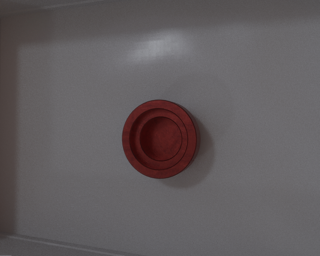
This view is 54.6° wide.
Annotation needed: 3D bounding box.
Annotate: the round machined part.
[{"bbox_3d":[0.005,0.014,0.400,0.098,0.042,0.097,0,90,20],"label":"round machined part"}]
